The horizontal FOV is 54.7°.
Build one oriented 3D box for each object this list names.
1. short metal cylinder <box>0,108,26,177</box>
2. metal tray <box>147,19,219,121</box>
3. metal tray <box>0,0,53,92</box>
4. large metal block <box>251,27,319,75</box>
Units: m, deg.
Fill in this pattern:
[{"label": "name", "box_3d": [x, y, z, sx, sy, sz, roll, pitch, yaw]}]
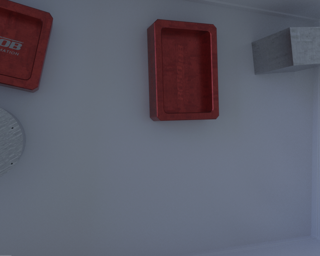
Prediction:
[{"label": "short metal cylinder", "box_3d": [-0.188, 0.014, 0.328, 0.081, 0.050, 0.079, 0, 90, -21]}, {"label": "metal tray", "box_3d": [0.032, -0.075, 0.420, 0.091, 0.030, 0.129, -2, 91, -21]}, {"label": "metal tray", "box_3d": [-0.193, -0.097, 0.336, 0.131, 0.030, 0.090, 12, 86, -20]}, {"label": "large metal block", "box_3d": [0.195, -0.112, 0.455, 0.081, 0.080, 0.050, -8, 93, -20]}]
